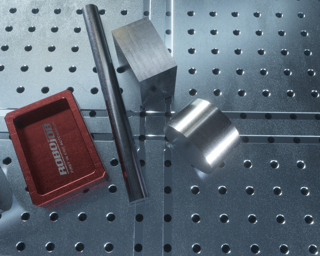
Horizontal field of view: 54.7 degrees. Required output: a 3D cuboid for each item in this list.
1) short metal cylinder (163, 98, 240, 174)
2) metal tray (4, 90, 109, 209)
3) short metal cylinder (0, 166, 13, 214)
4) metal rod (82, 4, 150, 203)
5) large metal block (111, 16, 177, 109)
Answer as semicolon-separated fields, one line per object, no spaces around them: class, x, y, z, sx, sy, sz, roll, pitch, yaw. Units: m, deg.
short metal cylinder;0.050;0.010;0.379;0.050;0.080;0.080;-43;76;-14
metal tray;-0.133;0.025;0.398;0.091;0.030;0.130;-24;72;-9
short metal cylinder;-0.215;0.070;0.354;0.050;0.080;0.080;-26;72;-9
metal rod;-0.066;-0.046;0.427;0.025;0.025;0.299;-15;71;-6
large metal block;-0.020;-0.084;0.413;0.050;0.080;0.080;-25;72;-9
